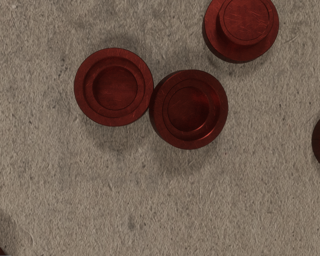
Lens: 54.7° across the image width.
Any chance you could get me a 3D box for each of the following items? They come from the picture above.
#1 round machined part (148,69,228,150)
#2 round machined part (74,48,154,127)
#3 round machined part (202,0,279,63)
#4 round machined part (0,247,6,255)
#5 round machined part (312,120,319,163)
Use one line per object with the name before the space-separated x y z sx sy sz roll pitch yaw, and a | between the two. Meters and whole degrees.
round machined part | 0.033 -0.025 0.392 0.099 0.042 0.097 -3 100 -18
round machined part | -0.057 -0.051 0.401 0.099 0.042 0.097 0 90 -1
round machined part | 0.107 -0.136 0.403 0.099 0.042 0.097 0 90 -1
round machined part | -0.243 0.184 0.398 0.099 0.042 0.097 0 90 -1
round machined part | 0.257 0.018 0.405 0.099 0.042 0.097 0 90 -1
